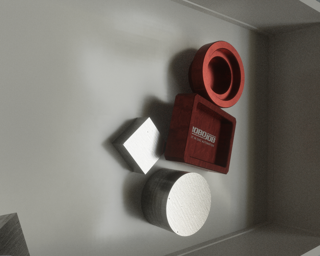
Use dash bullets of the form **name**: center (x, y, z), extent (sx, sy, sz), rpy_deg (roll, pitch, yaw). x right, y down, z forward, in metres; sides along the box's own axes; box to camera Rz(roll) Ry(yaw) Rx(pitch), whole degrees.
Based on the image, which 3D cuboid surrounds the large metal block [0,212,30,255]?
- **large metal block**: center (-0.144, 0.125, 0.243), extent (0.050, 0.080, 0.079), rpy_deg (-12, 100, 1)

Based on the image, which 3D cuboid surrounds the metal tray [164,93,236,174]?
- **metal tray**: center (0.063, 0.013, 0.441), extent (0.131, 0.030, 0.090), rpy_deg (22, 76, -50)

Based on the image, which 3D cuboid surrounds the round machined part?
- **round machined part**: center (0.081, -0.078, 0.466), extent (0.099, 0.042, 0.097), rpy_deg (0, 90, -40)

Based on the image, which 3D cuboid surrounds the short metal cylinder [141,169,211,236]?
- **short metal cylinder**: center (0.022, 0.096, 0.411), extent (0.081, 0.050, 0.079), rpy_deg (0, 90, -40)

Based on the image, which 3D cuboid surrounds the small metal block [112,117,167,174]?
- **small metal block**: center (-0.024, 0.022, 0.389), extent (0.050, 0.025, 0.050), rpy_deg (-48, 119, -29)
